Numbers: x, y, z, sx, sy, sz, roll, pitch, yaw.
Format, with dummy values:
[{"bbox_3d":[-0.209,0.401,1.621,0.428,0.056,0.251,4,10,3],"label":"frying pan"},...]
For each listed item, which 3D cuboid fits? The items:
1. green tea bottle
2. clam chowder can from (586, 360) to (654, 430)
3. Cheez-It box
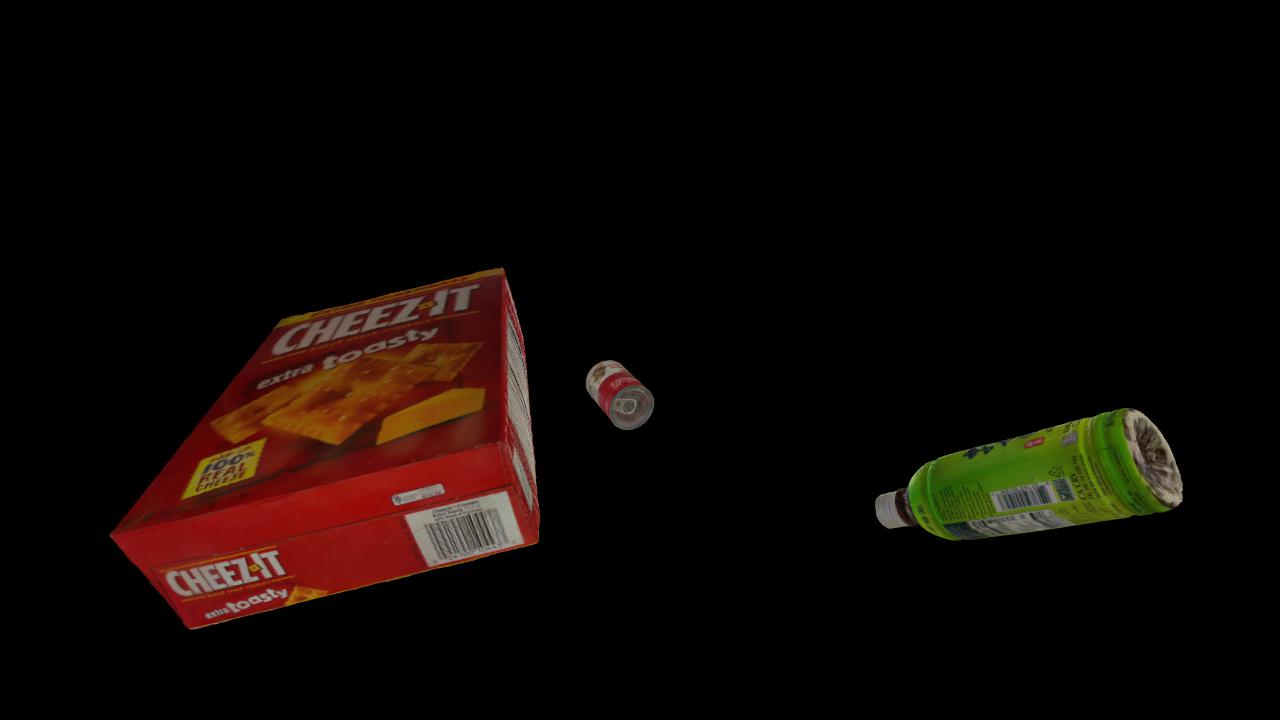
[{"bbox_3d":[0.278,0.100,0.478,0.073,0.073,0.212,0,-21,-37],"label":"green tea bottle"},{"bbox_3d":[-0.031,0.048,0.883,0.068,0.068,0.102,0,21,-26],"label":"clam chowder can"},{"bbox_3d":[-0.151,0.028,0.363,0.166,0.071,0.223,-13,30,-5],"label":"Cheez-It box"}]
